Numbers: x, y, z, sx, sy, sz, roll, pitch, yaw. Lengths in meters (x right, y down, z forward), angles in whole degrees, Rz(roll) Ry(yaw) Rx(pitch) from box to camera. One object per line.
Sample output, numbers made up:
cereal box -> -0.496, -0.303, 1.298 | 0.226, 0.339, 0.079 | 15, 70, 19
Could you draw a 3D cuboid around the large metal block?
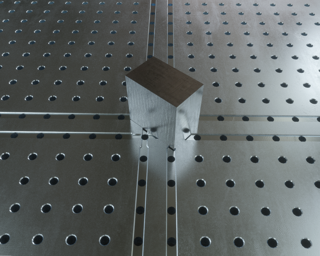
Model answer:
large metal block -> 0.005, -0.032, 0.399 | 0.080, 0.080, 0.050 | 34, 58, 25
